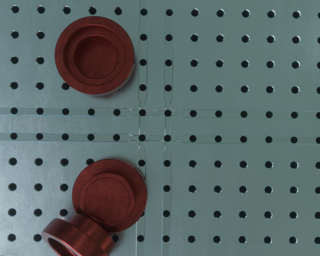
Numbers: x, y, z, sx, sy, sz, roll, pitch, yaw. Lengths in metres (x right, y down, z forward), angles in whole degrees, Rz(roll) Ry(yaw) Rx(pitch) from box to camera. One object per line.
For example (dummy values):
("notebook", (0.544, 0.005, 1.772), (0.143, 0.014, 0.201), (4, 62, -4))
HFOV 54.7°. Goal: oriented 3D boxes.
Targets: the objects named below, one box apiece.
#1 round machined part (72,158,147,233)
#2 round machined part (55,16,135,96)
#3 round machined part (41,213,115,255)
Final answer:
("round machined part", (-0.066, 0.089, 0.404), (0.099, 0.042, 0.097), (0, 90, -1))
("round machined part", (-0.081, -0.090, 0.404), (0.099, 0.042, 0.097), (0, 90, -1))
("round machined part", (-0.095, 0.145, 0.386), (0.098, 0.097, 0.042), (41, 54, -1))
